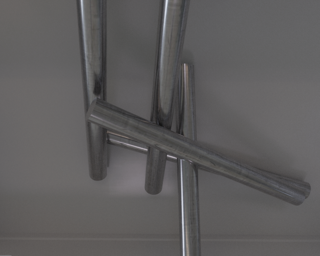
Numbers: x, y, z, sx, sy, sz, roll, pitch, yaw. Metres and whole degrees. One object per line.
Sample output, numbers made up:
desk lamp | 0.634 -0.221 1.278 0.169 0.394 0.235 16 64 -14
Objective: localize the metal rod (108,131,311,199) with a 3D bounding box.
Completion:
metal rod | 0.065 0.048 0.429 0.302 0.025 0.025 16 109 -6

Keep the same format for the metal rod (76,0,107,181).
metal rod | -0.069 -0.038 0.329 0.025 0.025 0.298 7 136 -3

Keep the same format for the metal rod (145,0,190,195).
metal rod | 0.003 -0.023 0.336 0.025 0.025 0.298 5 134 -2

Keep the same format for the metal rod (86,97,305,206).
metal rod | 0.060 0.037 0.361 0.302 0.025 0.025 24 109 -23

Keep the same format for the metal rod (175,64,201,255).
metal rod | 0.034 0.072 0.374 0.025 0.025 0.298 -2 86 0
